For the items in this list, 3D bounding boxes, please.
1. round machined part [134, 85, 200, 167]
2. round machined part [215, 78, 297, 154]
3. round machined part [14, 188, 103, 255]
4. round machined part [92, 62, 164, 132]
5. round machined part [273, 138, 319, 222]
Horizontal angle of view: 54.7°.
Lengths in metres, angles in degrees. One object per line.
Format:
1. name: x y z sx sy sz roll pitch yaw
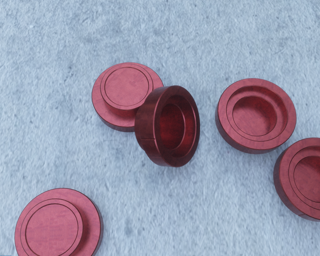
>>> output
1. round machined part: 0.006 -0.002 0.380 0.042 0.098 0.098 -1 65 38
2. round machined part: 0.121 -0.013 0.405 0.099 0.042 0.098 0 70 -1
3. round machined part: -0.117 0.118 0.355 0.099 0.042 0.098 0 70 -1
4. round machined part: -0.043 -0.047 0.416 0.099 0.042 0.098 0 70 -1
5. round machined part: 0.187 0.064 0.378 0.099 0.042 0.098 0 70 -1
